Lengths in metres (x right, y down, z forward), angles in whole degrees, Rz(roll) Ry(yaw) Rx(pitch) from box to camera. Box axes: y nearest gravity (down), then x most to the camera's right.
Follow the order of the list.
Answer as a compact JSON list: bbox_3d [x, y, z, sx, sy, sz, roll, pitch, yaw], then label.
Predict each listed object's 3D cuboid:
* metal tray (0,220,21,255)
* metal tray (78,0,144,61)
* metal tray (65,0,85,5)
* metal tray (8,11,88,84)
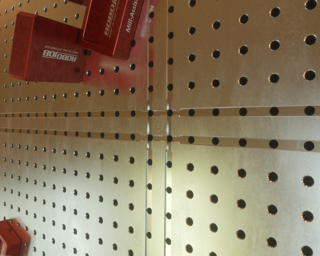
[{"bbox_3d":[-0.362,0.290,0.707,0.090,0.030,0.129,26,106,37],"label":"metal tray"},{"bbox_3d":[-0.072,-0.177,0.466,0.090,0.030,0.129,28,107,36],"label":"metal tray"},{"bbox_3d":[-0.129,-0.285,0.515,0.129,0.030,0.090,-44,64,31],"label":"metal tray"},{"bbox_3d":[-0.163,-0.117,0.475,0.030,0.131,0.089,18,102,19],"label":"metal tray"}]
